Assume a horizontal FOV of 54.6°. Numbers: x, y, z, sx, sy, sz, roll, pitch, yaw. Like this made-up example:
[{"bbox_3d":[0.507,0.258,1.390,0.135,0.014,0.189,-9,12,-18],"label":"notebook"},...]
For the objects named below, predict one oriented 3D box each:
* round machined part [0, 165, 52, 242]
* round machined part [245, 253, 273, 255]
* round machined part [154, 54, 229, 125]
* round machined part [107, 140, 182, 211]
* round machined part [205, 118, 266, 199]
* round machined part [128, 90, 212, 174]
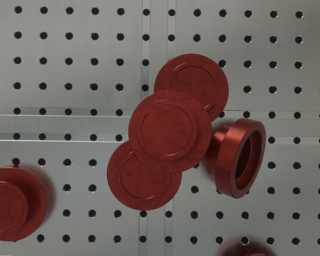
[{"bbox_3d":[-0.198,0.100,0.404,0.099,0.042,0.097,0,90,0],"label":"round machined part"},{"bbox_3d":[0.129,0.212,0.406,0.099,0.042,0.097,0,90,0],"label":"round machined part"},{"bbox_3d":[0.041,-0.049,0.405,0.099,0.042,0.097,0,90,0],"label":"round machined part"},{"bbox_3d":[-0.020,0.060,0.405,0.099,0.042,0.097,0,90,0],"label":"round machined part"},{"bbox_3d":[0.092,0.034,0.387,0.042,0.098,0.098,17,90,35],"label":"round machined part"},{"bbox_3d":[0.011,0.004,0.358,0.098,0.042,0.098,-1,85,10],"label":"round machined part"}]
